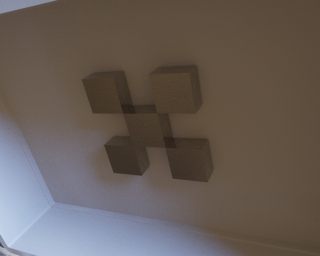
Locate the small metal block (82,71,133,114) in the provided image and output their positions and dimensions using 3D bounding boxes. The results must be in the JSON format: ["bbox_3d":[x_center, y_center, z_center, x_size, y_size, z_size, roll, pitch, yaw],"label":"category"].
[{"bbox_3d":[-0.070,-0.047,0.414,0.050,0.025,0.050,2,119,27],"label":"small metal block"}]

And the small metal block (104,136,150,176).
[{"bbox_3d":[-0.048,0.041,0.457,0.050,0.025,0.050,1,119,28],"label":"small metal block"}]

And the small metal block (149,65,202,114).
[{"bbox_3d":[0.019,-0.045,0.368,0.050,0.025,0.050,2,120,27],"label":"small metal block"}]

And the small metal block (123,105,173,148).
[{"bbox_3d":[-0.015,-0.002,0.412,0.050,0.025,0.050,1,119,28],"label":"small metal block"}]

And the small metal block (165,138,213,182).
[{"bbox_3d":[0.040,0.042,0.411,0.050,0.025,0.050,1,119,27],"label":"small metal block"}]
